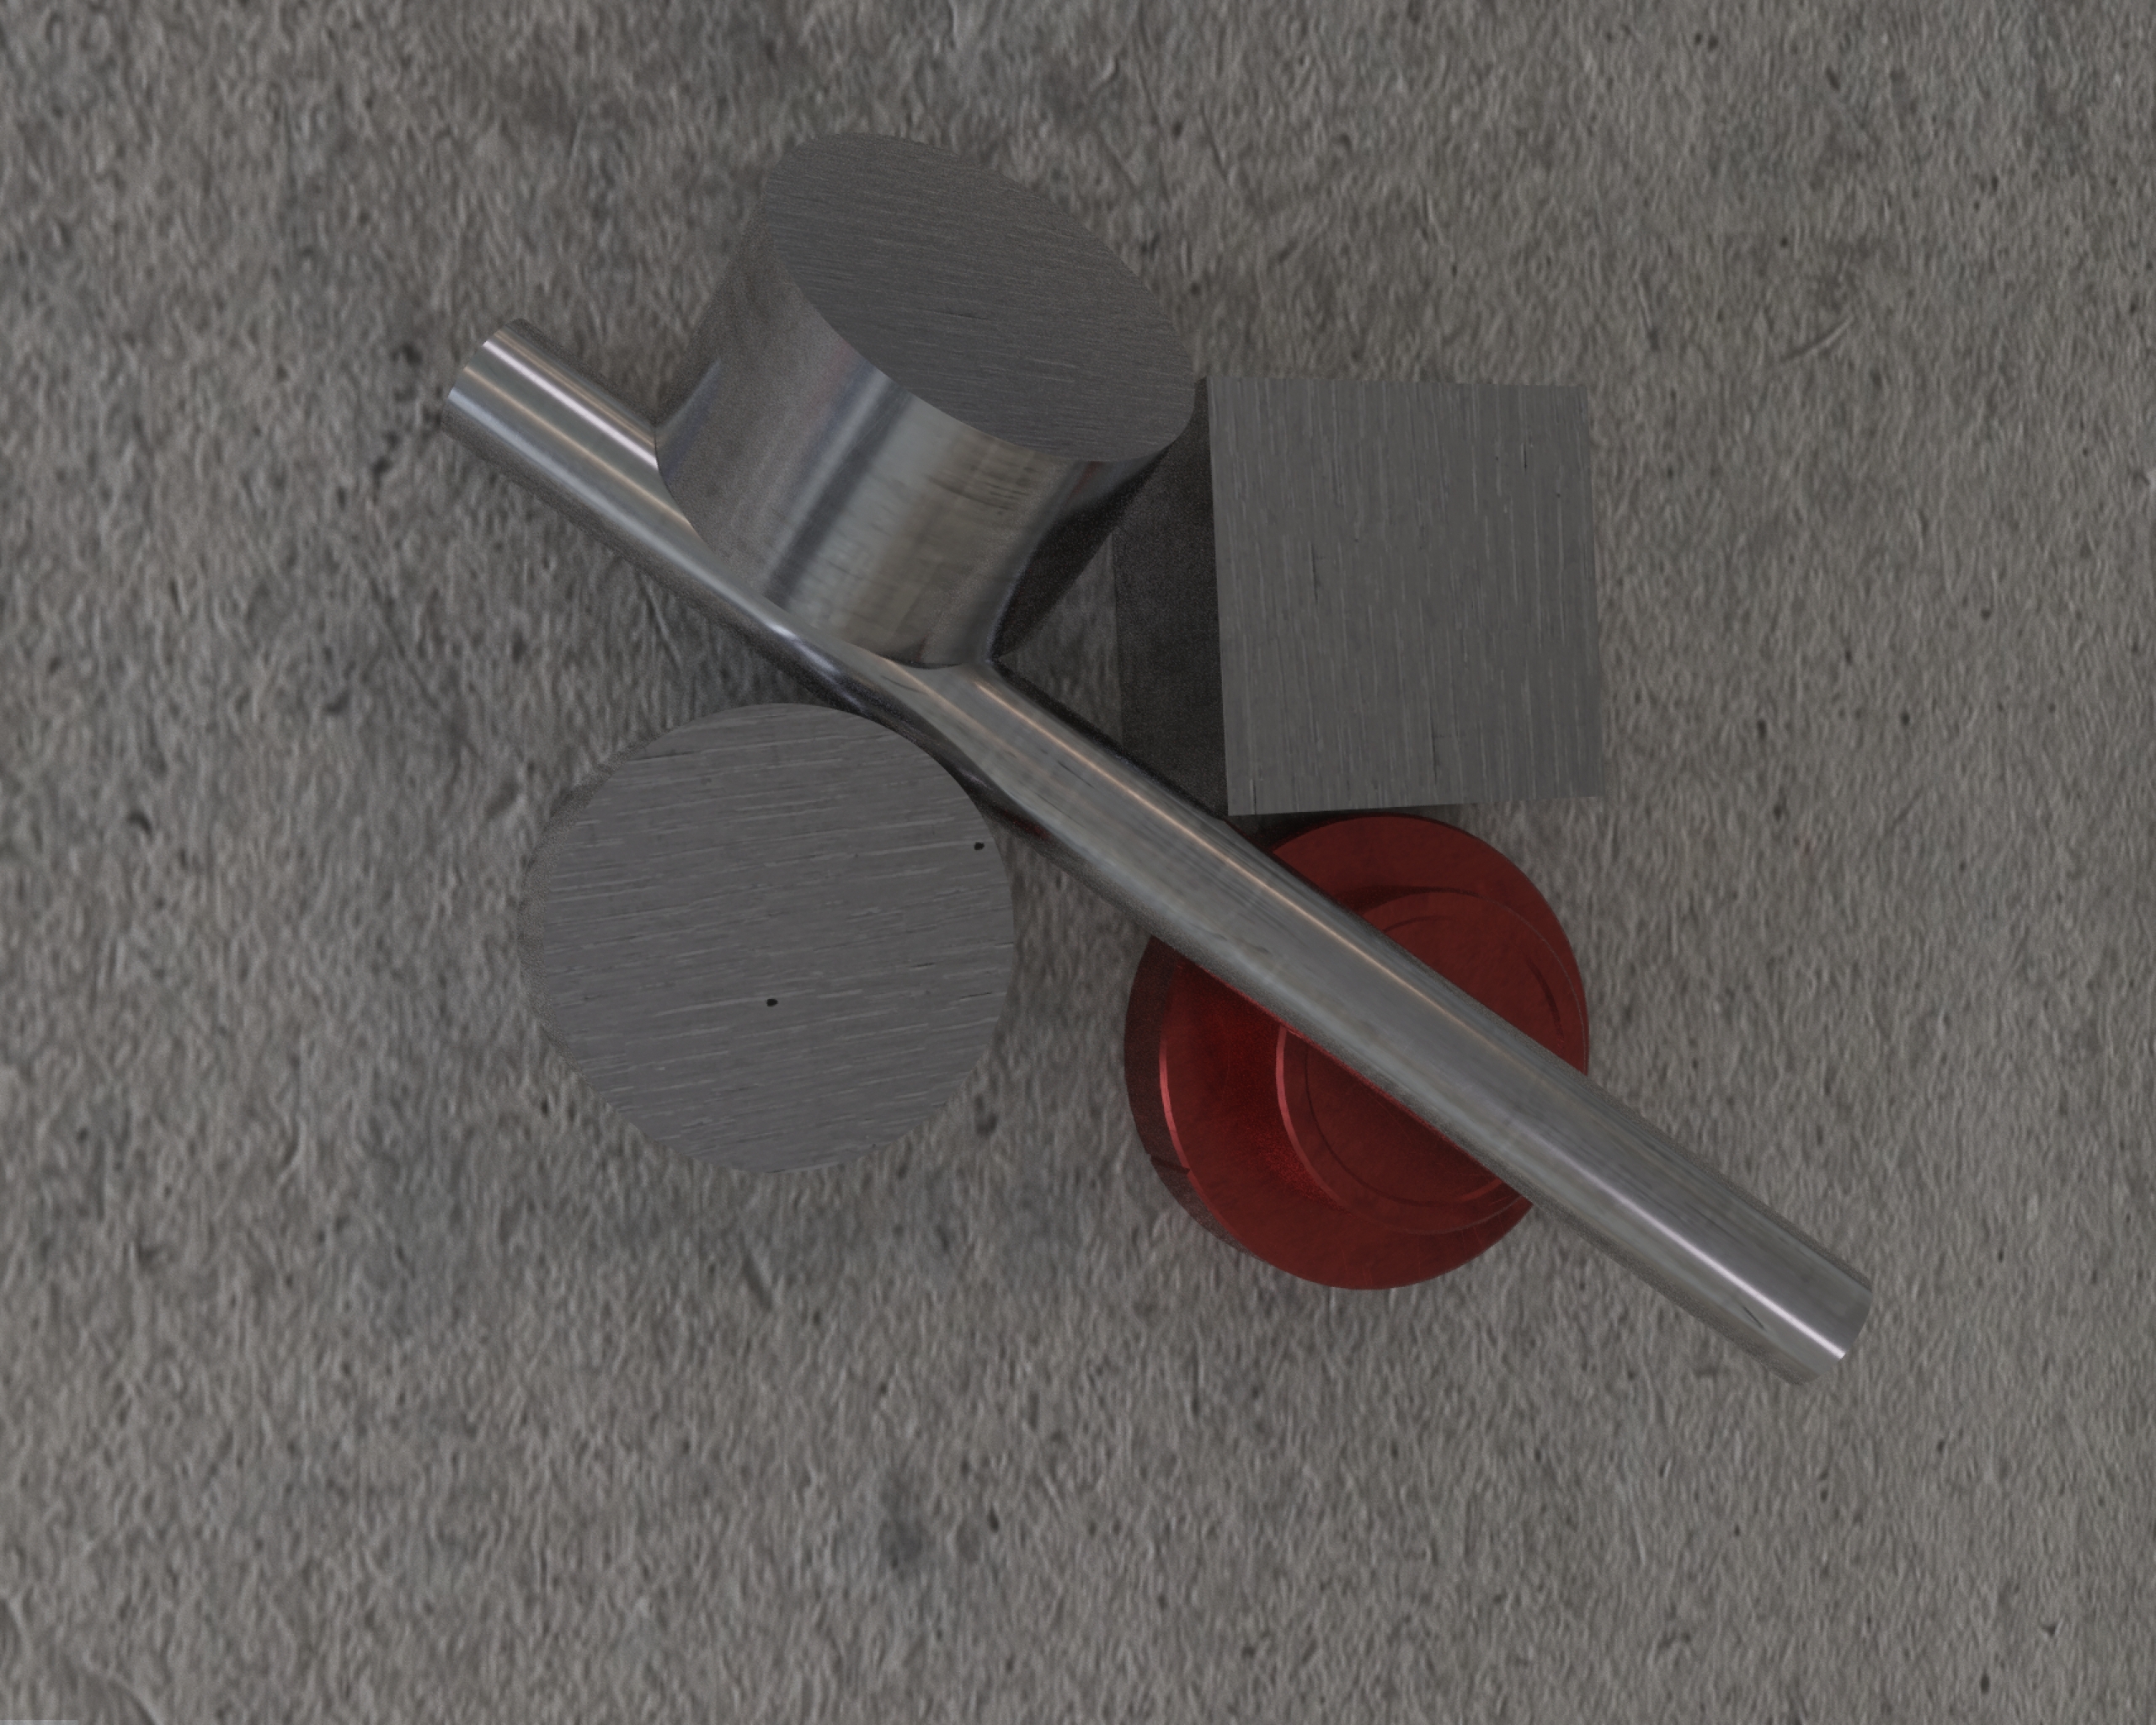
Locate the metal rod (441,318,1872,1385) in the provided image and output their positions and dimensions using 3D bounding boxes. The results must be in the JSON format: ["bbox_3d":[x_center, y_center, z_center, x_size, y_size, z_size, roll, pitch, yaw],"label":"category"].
[{"bbox_3d":[0.017,0.000,0.381,0.301,0.025,0.025,35,78,-3],"label":"metal rod"}]

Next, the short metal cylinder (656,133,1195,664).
[{"bbox_3d":[-0.027,-0.081,0.367,0.080,0.050,0.080,21,43,-21],"label":"short metal cylinder"}]

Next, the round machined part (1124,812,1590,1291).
[{"bbox_3d":[0.063,0.038,0.424,0.099,0.042,0.097,0,90,-20],"label":"round machined part"}]

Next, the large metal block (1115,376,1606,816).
[{"bbox_3d":[0.055,-0.051,0.415,0.081,0.050,0.079,-3,91,-20],"label":"large metal block"}]

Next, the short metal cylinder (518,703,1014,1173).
[{"bbox_3d":[-0.058,0.013,0.377,0.081,0.050,0.080,0,90,-20],"label":"short metal cylinder"}]
